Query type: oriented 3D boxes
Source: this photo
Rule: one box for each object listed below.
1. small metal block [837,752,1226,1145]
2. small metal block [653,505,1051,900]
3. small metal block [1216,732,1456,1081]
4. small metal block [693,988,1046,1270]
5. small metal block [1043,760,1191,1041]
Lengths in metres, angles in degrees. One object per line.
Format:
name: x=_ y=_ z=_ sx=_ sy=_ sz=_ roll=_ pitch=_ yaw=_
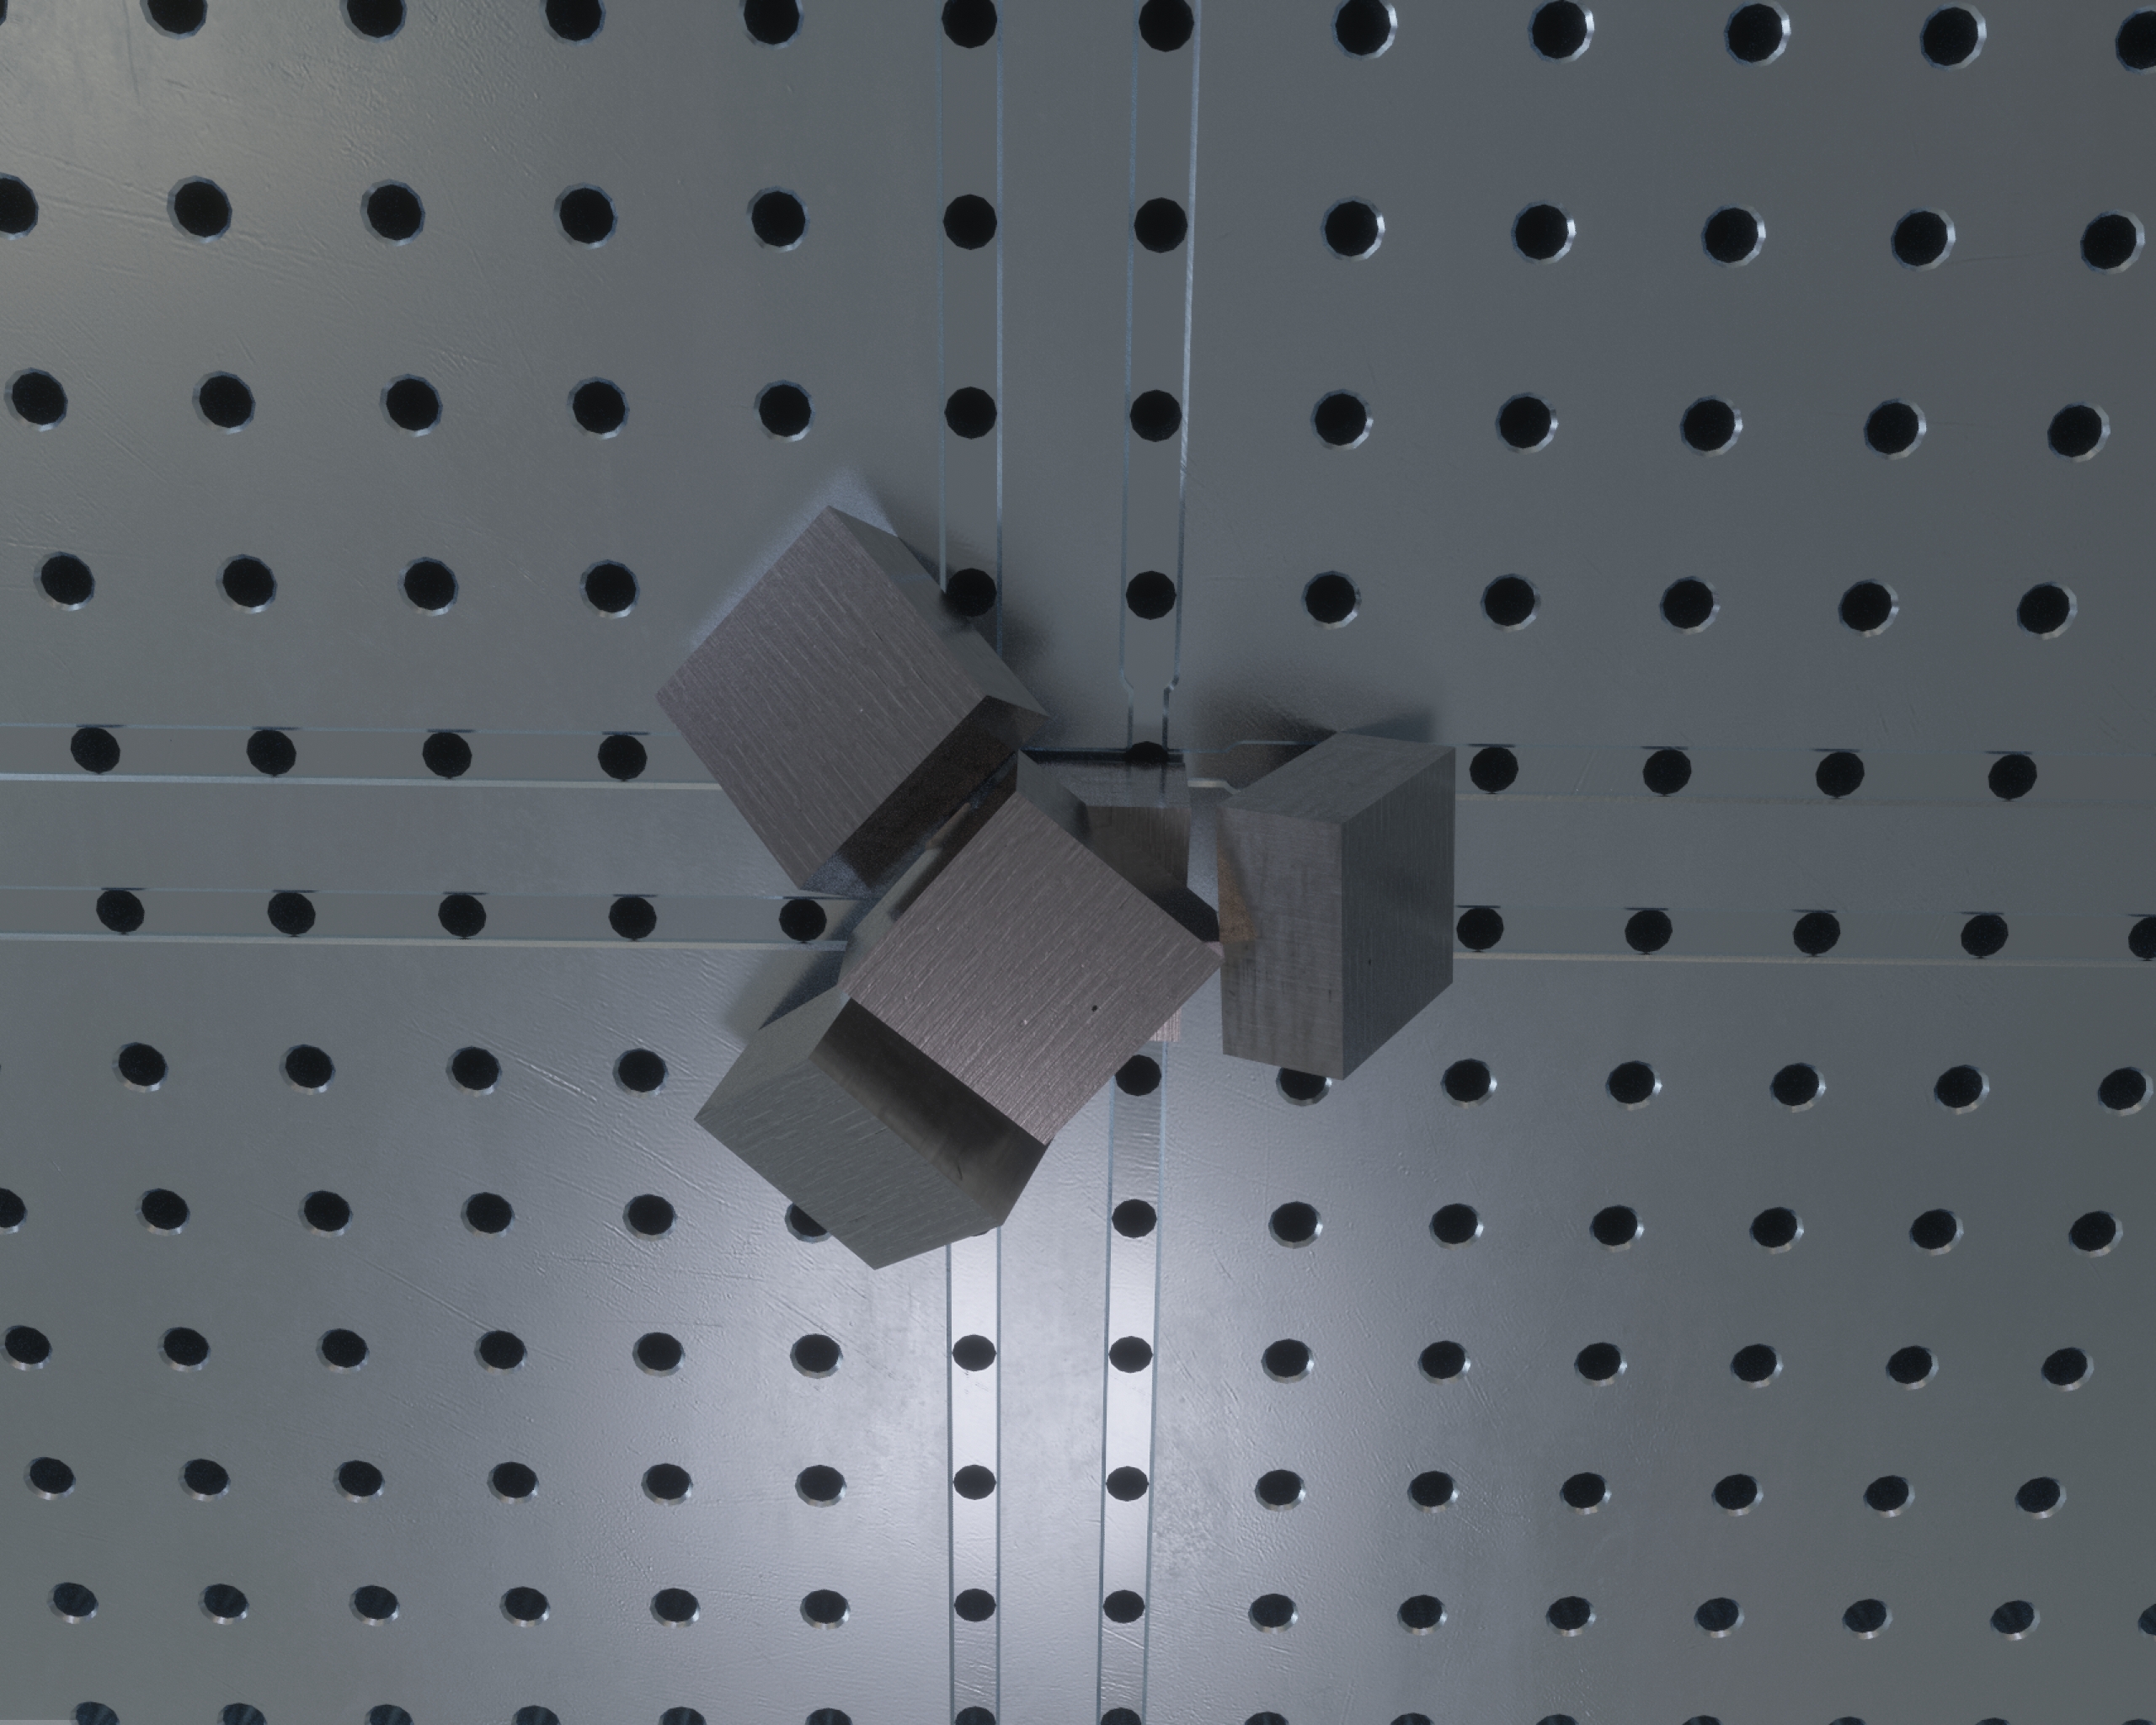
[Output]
small metal block: x=-0.009 y=0.016 z=0.392 sx=0.050 sy=0.025 sz=0.050 roll=39 pitch=105 yaw=-14
small metal block: x=-0.042 y=-0.029 z=0.389 sx=0.050 sy=0.025 sz=0.050 roll=-45 pitch=69 yaw=14
small metal block: x=0.050 y=0.007 z=0.400 sx=0.025 sy=0.050 sz=0.050 roll=10 pitch=114 yaw=31
small metal block: x=-0.041 y=0.052 z=0.419 sx=0.050 sy=0.025 sz=0.050 roll=43 pitch=142 yaw=-14
small metal block: x=-0.004 y=0.007 z=0.416 sx=0.050 sy=0.025 sz=0.050 roll=1 pitch=113 yaw=-1
